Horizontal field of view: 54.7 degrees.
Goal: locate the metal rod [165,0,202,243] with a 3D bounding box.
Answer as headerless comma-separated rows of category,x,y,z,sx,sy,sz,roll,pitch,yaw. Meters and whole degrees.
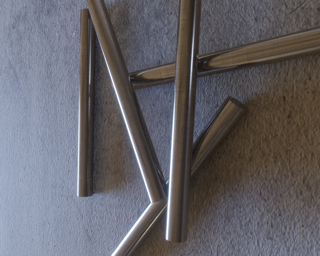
metal rod,0.027,-0.023,0.348,0.025,0.025,0.298,5,93,40

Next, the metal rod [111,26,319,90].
metal rod,0.053,-0.073,0.360,0.300,0.025,0.025,-4,87,39

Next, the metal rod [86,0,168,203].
metal rod,-0.047,-0.050,0.409,0.025,0.025,0.299,-31,71,36

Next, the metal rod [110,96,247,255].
metal rod,0.009,0.086,0.397,0.025,0.025,0.298,48,118,29

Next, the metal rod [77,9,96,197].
metal rod,-0.119,-0.039,0.503,0.025,0.025,0.298,2,92,40
